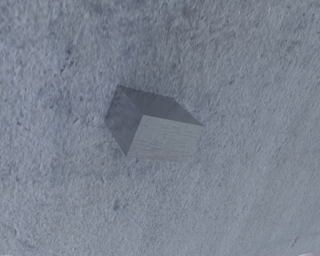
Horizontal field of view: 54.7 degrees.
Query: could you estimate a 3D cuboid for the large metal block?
[{"bbox_3d":[-0.009,-0.005,0.365,0.081,0.080,0.050,10,113,-33],"label":"large metal block"}]
